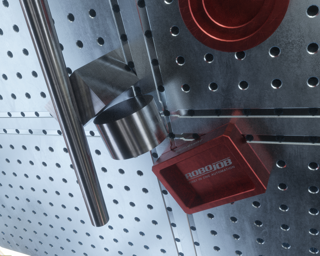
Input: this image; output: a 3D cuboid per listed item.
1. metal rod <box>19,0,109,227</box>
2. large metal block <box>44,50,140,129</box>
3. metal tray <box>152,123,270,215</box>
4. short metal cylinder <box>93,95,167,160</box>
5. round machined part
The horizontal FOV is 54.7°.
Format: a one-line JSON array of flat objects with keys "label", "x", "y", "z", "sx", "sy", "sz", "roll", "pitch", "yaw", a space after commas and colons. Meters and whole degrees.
[{"label": "metal rod", "x": -0.103, "y": -0.002, "z": 0.360, "sx": 0.025, "sy": 0.025, "sz": 0.298, "roll": 6, "pitch": 121, "yaw": 25}, {"label": "large metal block", "x": -0.085, "y": -0.045, "z": 0.393, "sx": 0.050, "sy": 0.080, "sz": 0.080, "roll": 49, "pitch": 129, "yaw": -7}, {"label": "metal tray", "x": 0.063, "y": 0.059, "z": 0.410, "sx": 0.130, "sy": 0.030, "sz": 0.090, "roll": -29, "pitch": 103, "yaw": 37}, {"label": "short metal cylinder", "x": -0.037, "y": -0.002, "z": 0.394, "sx": 0.080, "sy": 0.080, "sz": 0.050, "roll": -9, "pitch": 114, "yaw": 32}, {"label": "round machined part", "x": 0.070, "y": -0.124, "z": 0.287, "sx": 0.098, "sy": 0.042, "sz": 0.097, "roll": 13, "pitch": 124, "yaw": 21}]
